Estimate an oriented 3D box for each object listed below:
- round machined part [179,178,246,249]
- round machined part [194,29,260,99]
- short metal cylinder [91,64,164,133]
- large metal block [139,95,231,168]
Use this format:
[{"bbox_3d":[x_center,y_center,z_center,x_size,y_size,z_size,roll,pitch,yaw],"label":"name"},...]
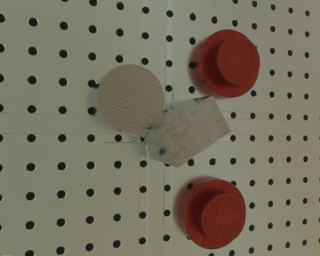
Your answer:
[{"bbox_3d":[0.080,0.121,0.433,0.099,0.042,0.097,0,90,-20],"label":"round machined part"},{"bbox_3d":[0.101,-0.092,0.440,0.099,0.042,0.097,0,90,-20],"label":"round machined part"},{"bbox_3d":[-0.041,-0.035,0.384,0.081,0.050,0.080,0,90,-20],"label":"short metal cylinder"},{"bbox_3d":[0.027,0.003,0.393,0.080,0.080,0.050,-32,101,-17],"label":"large metal block"}]
